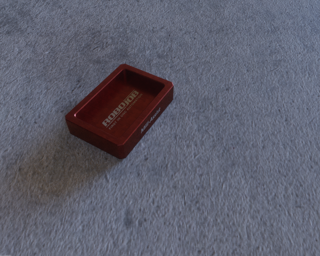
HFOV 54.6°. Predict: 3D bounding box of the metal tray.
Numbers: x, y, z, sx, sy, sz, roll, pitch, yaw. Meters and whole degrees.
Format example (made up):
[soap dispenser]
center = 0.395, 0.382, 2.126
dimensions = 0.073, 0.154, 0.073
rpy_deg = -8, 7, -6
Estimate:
[metal tray]
center = -0.051, -0.028, 0.423
dimensions = 0.090, 0.030, 0.130
rpy_deg = 25, 54, 19
